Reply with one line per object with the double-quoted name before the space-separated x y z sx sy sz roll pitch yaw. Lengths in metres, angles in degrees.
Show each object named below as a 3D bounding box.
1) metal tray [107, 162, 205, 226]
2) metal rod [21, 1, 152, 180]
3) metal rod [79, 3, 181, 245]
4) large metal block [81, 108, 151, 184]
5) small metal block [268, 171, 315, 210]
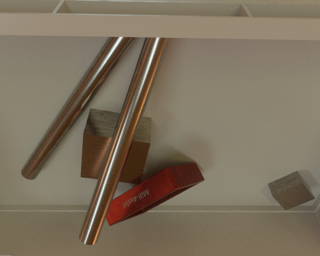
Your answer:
"metal tray" -0.009 0.096 0.454 0.130 0.030 0.090 -34 162 25
"metal rod" -0.106 -0.026 0.385 0.025 0.025 0.299 29 124 -23
"metal rod" -0.042 0.012 0.356 0.025 0.025 0.298 16 109 -14
"large metal block" -0.059 0.026 0.414 0.081 0.050 0.079 9 130 -8
"small metal block" 0.212 0.102 0.499 0.050 0.025 0.050 -32 124 23
